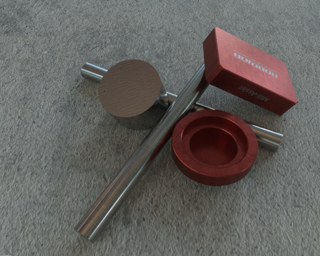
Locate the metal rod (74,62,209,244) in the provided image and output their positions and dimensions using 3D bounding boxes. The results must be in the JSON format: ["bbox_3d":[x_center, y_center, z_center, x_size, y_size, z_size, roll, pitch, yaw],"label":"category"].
[{"bbox_3d":[0.005,0.003,0.380,0.025,0.025,0.301,27,61,20],"label":"metal rod"}]

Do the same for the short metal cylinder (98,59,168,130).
[{"bbox_3d":[-0.033,-0.042,0.407,0.080,0.050,0.080,-4,70,11],"label":"short metal cylinder"}]

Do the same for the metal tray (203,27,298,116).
[{"bbox_3d":[0.124,-0.079,0.432,0.131,0.030,0.090,20,47,-20],"label":"metal tray"}]

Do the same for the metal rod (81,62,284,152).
[{"bbox_3d":[0.018,-0.035,0.436,0.301,0.025,0.025,22,54,17],"label":"metal rod"}]

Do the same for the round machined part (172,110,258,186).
[{"bbox_3d":[0.063,0.027,0.371,0.099,0.042,0.098,0,50,0],"label":"round machined part"}]
